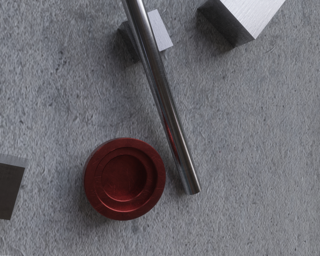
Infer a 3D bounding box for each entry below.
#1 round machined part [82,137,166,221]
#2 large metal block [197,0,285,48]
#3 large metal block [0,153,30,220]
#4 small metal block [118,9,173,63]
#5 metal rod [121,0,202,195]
[{"bbox_3d":[-0.046,0.060,0.383,0.099,0.042,0.097,0,90,-20],"label":"round machined part"},{"bbox_3d":[0.115,-0.175,0.438,0.080,0.050,0.080,42,77,-16],"label":"large metal block"},{"bbox_3d":[-0.183,0.051,0.312,0.081,0.080,0.050,15,85,-20],"label":"large metal block"},{"bbox_3d":[-0.019,-0.118,0.402,0.050,0.025,0.050,-28,100,-18],"label":"small metal block"},{"bbox_3d":[0.000,-0.051,0.388,0.025,0.025,0.298,-24,106,-18],"label":"metal rod"}]
